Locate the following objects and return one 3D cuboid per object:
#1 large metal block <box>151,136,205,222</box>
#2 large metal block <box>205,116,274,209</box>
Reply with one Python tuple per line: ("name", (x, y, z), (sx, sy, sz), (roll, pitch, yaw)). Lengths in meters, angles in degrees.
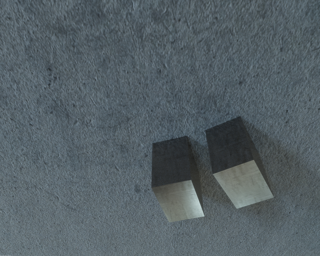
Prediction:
("large metal block", (0.025, 0.071, 0.432), (0.050, 0.080, 0.080), (-13, 129, 11))
("large metal block", (0.104, 0.046, 0.411), (0.050, 0.080, 0.080), (-23, 127, 18))
